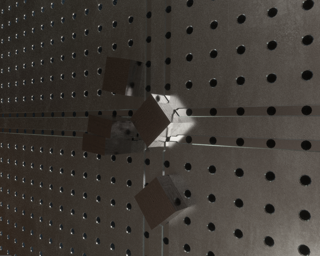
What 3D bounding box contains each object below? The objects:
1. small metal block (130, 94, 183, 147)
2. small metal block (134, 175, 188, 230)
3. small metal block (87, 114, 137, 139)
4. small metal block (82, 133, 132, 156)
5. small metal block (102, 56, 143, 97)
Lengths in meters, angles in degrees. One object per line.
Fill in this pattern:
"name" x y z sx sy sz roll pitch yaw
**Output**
"small metal block" -0.006 -0.010 0.412 0.050 0.025 0.050 -47 62 29
"small metal block" 0.000 0.097 0.407 0.050 0.025 0.050 -46 63 30
"small metal block" -0.068 -0.003 0.447 0.050 0.050 0.025 14 99 39
"small metal block" -0.078 0.023 0.455 0.050 0.050 0.025 8 95 39
"small metal block" -0.055 -0.075 0.453 0.050 0.025 0.050 17 101 38
